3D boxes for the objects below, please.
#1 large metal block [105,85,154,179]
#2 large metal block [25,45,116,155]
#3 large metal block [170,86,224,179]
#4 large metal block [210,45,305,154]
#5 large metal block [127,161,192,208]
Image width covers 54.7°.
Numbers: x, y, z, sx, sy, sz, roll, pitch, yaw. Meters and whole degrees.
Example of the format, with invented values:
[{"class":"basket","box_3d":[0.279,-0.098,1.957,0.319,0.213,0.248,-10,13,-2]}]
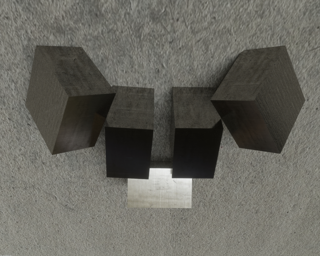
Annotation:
[{"class":"large metal block","box_3d":[-0.035,0.005,0.376,0.050,0.080,0.079,4,130,-4]},{"class":"large metal block","box_3d":[-0.100,-0.031,0.333,0.050,0.080,0.079,-11,142,-41]},{"class":"large metal block","box_3d":[0.040,0.005,0.378,0.050,0.080,0.079,1,130,-1]},{"class":"large metal block","box_3d":[0.111,-0.031,0.340,0.050,0.080,0.080,6,143,46]},{"class":"large metal block","box_3d":[-0.001,0.075,0.428,0.081,0.080,0.050,1,91,-1]}]
